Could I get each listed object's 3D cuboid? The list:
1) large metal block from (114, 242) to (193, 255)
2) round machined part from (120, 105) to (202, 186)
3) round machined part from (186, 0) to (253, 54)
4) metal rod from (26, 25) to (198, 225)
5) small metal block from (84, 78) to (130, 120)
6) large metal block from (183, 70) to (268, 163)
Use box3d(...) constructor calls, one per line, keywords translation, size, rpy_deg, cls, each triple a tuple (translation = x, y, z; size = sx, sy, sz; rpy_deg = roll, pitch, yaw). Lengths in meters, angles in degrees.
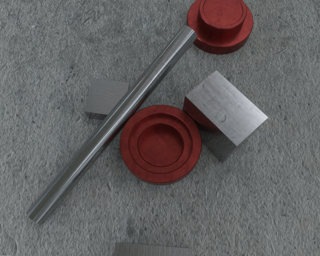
box3d(translation=(-0.009, 0.168, 0.333), size=(0.080, 0.050, 0.080), rpy_deg=(4, 70, 1), cls="large metal block")
box3d(translation=(0.001, 0.023, 0.390), size=(0.099, 0.042, 0.098), rpy_deg=(0, 71, 1), cls="round machined part")
box3d(translation=(0.089, -0.162, 0.459), size=(0.099, 0.042, 0.098), rpy_deg=(0, 70, 0), cls="round machined part")
box3d(translation=(-0.055, -0.009, 0.386), size=(0.025, 0.025, 0.300), rpy_deg=(37, 83, 12), cls="metal rod")
box3d(translation=(-0.070, -0.037, 0.421), size=(0.050, 0.025, 0.050), rpy_deg=(8, 70, 3), cls="small metal block")
box3d(translation=(0.074, -0.011, 0.383), size=(0.050, 0.080, 0.080), rpy_deg=(-40, 75, -13), cls="large metal block")
